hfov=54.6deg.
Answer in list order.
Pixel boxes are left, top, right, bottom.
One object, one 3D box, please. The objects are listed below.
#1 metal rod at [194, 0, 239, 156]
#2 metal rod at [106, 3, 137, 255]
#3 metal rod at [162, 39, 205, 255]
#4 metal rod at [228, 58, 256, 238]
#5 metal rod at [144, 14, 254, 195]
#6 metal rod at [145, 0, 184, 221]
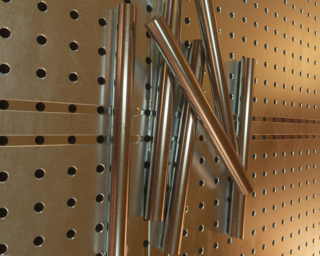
[{"bbox_3d":[0.083,-0.077,0.449,0.025,0.025,0.299,-32,119,-35],"label":"metal rod"},{"bbox_3d":[-0.046,0.004,0.369,0.025,0.025,0.298,4,88,-40],"label":"metal rod"},{"bbox_3d":[0.036,0.021,0.438,0.025,0.025,0.299,14,81,-39],"label":"metal rod"},{"bbox_3d":[0.139,0.031,0.524,0.025,0.025,0.299,9,85,-40],"label":"metal rod"},{"bbox_3d":[0.065,-0.015,0.428,0.025,0.025,0.299,-49,121,-29],"label":"metal rod"},{"bbox_3d":[0.006,-0.030,0.413,0.025,0.025,0.299,9,84,-40],"label":"metal rod"}]
